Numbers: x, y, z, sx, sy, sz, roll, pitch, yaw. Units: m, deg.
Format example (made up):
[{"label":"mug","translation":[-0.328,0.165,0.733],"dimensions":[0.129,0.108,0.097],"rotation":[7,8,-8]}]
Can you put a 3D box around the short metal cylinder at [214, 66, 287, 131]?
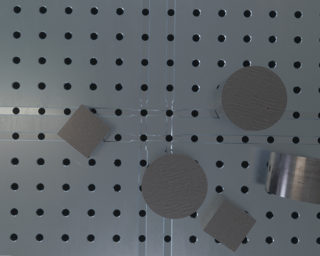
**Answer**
[{"label":"short metal cylinder","translation":[0.115,-0.036,0.402],"dimensions":[0.081,0.050,0.079],"rotation":[0,90,0]}]

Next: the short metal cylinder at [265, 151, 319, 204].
[{"label":"short metal cylinder","translation":[0.176,0.060,0.388],"dimensions":[0.080,0.080,0.050],"rotation":[9,90,0]}]

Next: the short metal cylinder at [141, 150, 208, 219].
[{"label":"short metal cylinder","translation":[0.018,0.071,0.401],"dimensions":[0.081,0.050,0.079],"rotation":[0,90,0]}]

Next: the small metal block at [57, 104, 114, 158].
[{"label":"small metal block","translation":[-0.098,0.004,0.413],"dimensions":[0.050,0.025,0.050],"rotation":[39,90,0]}]

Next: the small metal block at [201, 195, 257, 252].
[{"label":"small metal block","translation":[0.091,0.127,0.414],"dimensions":[0.050,0.025,0.050],"rotation":[35,90,0]}]
